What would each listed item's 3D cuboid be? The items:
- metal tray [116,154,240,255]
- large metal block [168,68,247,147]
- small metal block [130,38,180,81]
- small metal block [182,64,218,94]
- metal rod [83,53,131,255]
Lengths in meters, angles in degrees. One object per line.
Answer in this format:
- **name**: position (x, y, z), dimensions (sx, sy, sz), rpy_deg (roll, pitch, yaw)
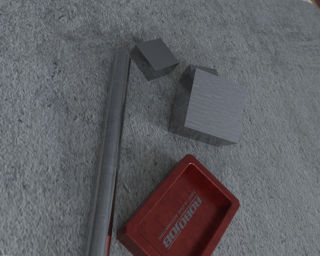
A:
- **metal tray**: position (0.026, 0.102, 0.353), dimensions (0.090, 0.030, 0.131), rpy_deg (45, 51, 2)
- **large metal block**: position (0.065, -0.025, 0.424), dimensions (0.081, 0.050, 0.080), rpy_deg (17, 75, -19)
- **small metal block**: position (-0.008, -0.103, 0.464), dimensions (0.050, 0.025, 0.050), rpy_deg (-28, 77, -37)
- **small metal block**: position (0.066, -0.068, 0.483), dimensions (0.050, 0.025, 0.050), rpy_deg (5, 60, -26)
- **metal rod**: position (-0.058, 0.030, 0.355), dimensions (0.025, 0.025, 0.299), rpy_deg (15, 55, -20)
